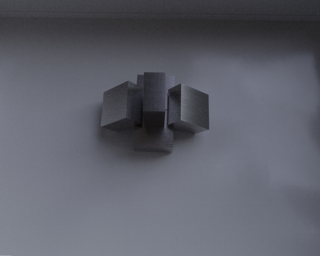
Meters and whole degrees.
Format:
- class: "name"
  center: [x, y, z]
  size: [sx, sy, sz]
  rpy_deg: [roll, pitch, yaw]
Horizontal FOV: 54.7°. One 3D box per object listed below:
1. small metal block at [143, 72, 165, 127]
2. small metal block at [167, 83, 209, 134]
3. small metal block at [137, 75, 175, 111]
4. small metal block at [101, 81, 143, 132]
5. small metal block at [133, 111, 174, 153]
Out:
- class: "small metal block"
  center: [-0.007, -0.034, 0.379]
  size: [0.025, 0.050, 0.050]
  rpy_deg: [1, 70, 0]
- class: "small metal block"
  center: [0.037, -0.024, 0.404]
  size: [0.050, 0.025, 0.050]
  rpy_deg: [17, 66, -36]
- class: "small metal block"
  center: [-0.007, -0.044, 0.423]
  size: [0.050, 0.025, 0.050]
  rpy_deg: [3, 70, 0]
- class: "small metal block"
  center: [-0.050, -0.027, 0.403]
  size: [0.050, 0.025, 0.050]
  rpy_deg: [-17, 64, 40]
- class: "small metal block"
  center: [-0.008, 0.004, 0.406]
  size: [0.050, 0.025, 0.050]
  rpy_deg: [2, 70, 1]
